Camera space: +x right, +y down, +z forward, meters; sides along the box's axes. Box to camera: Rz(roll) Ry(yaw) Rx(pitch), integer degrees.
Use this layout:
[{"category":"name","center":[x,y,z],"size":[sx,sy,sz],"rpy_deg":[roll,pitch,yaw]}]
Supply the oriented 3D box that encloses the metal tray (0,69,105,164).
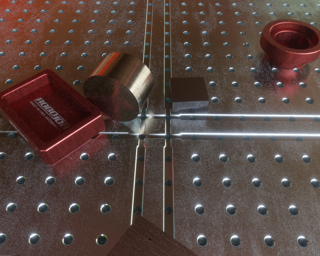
[{"category":"metal tray","center":[-0.150,-0.021,0.419],"size":[0.091,0.030,0.130],"rpy_deg":[-37,60,-27]}]

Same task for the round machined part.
[{"category":"round machined part","center":[0.216,-0.136,0.513],"size":[0.099,0.042,0.098],"rpy_deg":[0,50,0]}]

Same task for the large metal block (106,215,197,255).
[{"category":"large metal block","center":[-0.010,0.140,0.274],"size":[0.080,0.050,0.080],"rpy_deg":[29,56,22]}]

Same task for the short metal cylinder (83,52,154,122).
[{"category":"short metal cylinder","center":[-0.054,-0.054,0.417],"size":[0.080,0.080,0.050],"rpy_deg":[17,52,13]}]

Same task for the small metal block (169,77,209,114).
[{"category":"small metal block","center":[0.041,-0.047,0.448],"size":[0.050,0.025,0.050],"rpy_deg":[-2,50,-3]}]
